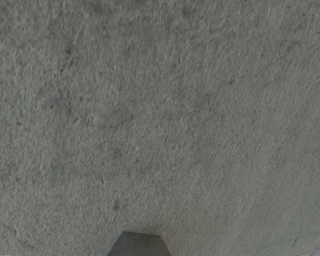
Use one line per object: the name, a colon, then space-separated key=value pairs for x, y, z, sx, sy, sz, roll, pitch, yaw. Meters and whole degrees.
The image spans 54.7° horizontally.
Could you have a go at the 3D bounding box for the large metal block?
large metal block: x=-0.040 y=0.222 z=0.508 sx=0.080 sy=0.050 sz=0.080 roll=22 pitch=106 yaw=-37
